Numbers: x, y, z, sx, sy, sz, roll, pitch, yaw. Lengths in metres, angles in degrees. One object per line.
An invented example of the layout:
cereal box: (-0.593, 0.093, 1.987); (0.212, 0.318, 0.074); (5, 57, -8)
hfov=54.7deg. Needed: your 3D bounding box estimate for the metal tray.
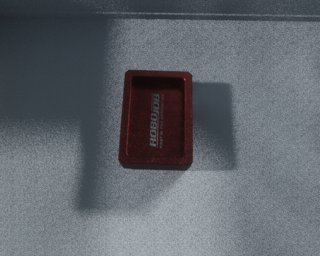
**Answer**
metal tray: (-0.004, -0.012, 0.408); (0.091, 0.030, 0.130); (2, 70, 0)
